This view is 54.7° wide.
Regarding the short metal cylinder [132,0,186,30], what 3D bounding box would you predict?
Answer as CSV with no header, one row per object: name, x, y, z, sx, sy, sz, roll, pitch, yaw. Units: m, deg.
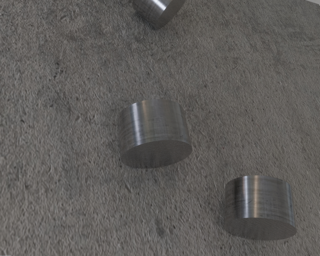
short metal cylinder,0.002,-0.206,0.495,0.050,0.080,0.080,43,51,1

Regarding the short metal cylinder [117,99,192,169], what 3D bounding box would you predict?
short metal cylinder,-0.007,0.009,0.359,0.081,0.080,0.050,5,60,-26

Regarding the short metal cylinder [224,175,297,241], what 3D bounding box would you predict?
short metal cylinder,0.118,0.098,0.372,0.080,0.080,0.050,21,54,-16
